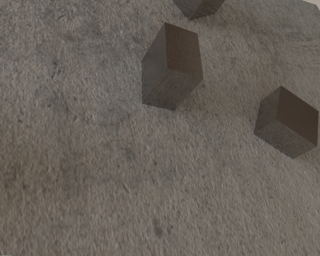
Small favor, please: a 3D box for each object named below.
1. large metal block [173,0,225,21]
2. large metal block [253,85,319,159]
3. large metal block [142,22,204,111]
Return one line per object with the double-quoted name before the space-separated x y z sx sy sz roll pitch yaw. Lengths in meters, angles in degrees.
"large metal block" 0.069 -0.257 0.584 0.081 0.050 0.080 -28 78 -38
"large metal block" 0.208 -0.009 0.509 0.080 0.050 0.080 32 51 -8
"large metal block" 0.013 -0.082 0.427 0.050 0.080 0.080 12 57 -22
